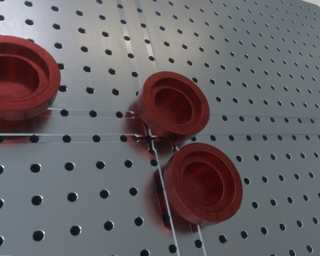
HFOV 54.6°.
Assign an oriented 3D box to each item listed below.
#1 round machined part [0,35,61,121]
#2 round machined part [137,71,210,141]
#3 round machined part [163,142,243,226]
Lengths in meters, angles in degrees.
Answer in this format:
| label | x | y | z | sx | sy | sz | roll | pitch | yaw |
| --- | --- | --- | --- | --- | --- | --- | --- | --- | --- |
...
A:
| label | x | y | z | sx | sy | sz | roll | pitch | yaw |
| --- | --- | --- | --- | --- | --- | --- | --- | --- | --- |
| round machined part | -0.163 | -0.050 | 0.340 | 0.099 | 0.042 | 0.098 | 13 | 56 | -21 |
| round machined part | 0.014 | -0.025 | 0.420 | 0.099 | 0.042 | 0.098 | 13 | 56 | -21 |
| round machined part | 0.048 | 0.070 | 0.380 | 0.099 | 0.042 | 0.098 | 13 | 56 | -21 |
